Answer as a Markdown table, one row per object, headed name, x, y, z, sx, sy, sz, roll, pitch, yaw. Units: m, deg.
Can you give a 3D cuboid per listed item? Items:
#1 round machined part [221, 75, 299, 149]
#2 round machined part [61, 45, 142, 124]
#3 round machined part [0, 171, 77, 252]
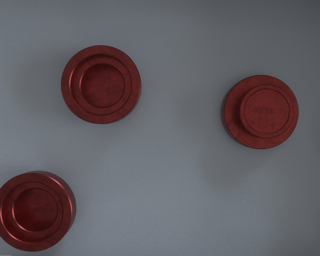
| name | x | y | z | sx | sy | sz | roll | pitch | yaw |
| --- | --- | --- | --- | --- | --- | --- | --- | --- | --- |
| round machined part | 0.132 | -0.021 | 0.404 | 0.099 | 0.042 | 0.097 | 0 | 90 | 0 |
| round machined part | -0.073 | -0.054 | 0.402 | 0.099 | 0.042 | 0.097 | 0 | 90 | 0 |
| round machined part | -0.157 | 0.104 | 0.402 | 0.099 | 0.042 | 0.097 | 0 | 90 | 0 |
